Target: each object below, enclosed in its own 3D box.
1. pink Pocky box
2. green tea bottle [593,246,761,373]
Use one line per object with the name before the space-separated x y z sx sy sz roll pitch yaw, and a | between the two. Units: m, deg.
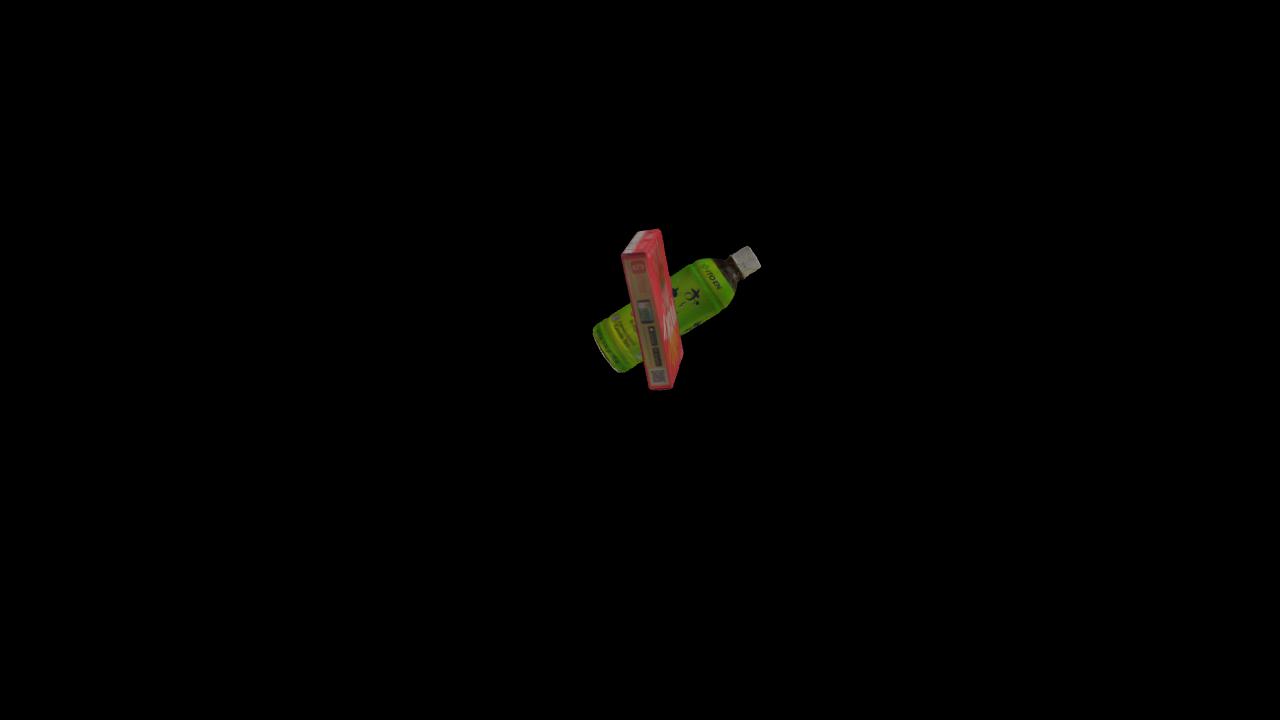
pink Pocky box | 0.016 -0.054 0.657 0.029 0.155 0.084 -5 26 16
green tea bottle | 0.046 -0.067 0.734 0.212 0.073 0.073 -34 -6 9
